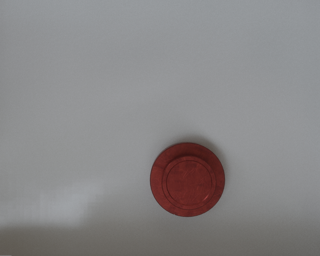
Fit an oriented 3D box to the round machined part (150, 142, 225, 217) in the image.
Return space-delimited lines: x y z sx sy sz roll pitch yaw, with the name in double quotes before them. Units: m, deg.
"round machined part" 0.036 0.068 0.404 0.099 0.042 0.097 0 90 -1
